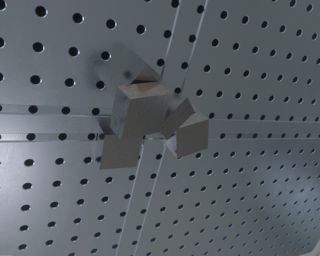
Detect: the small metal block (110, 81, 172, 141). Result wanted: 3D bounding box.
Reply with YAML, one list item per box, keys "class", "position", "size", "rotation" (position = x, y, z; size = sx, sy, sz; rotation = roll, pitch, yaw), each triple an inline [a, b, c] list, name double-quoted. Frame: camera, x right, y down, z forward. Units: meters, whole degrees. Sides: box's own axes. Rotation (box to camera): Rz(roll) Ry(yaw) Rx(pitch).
- class: "small metal block"
  position: [-0.020, -0.018, 0.322]
  size: [0.050, 0.025, 0.050]
  rotation: [-12, 133, -35]

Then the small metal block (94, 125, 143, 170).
- class: "small metal block"
  position: [-0.053, 0.024, 0.396]
  size: [0.050, 0.025, 0.050]
  rotation: [-1, 119, -28]

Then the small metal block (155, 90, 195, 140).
- class: "small metal block"
  position: [0.005, -0.019, 0.378]
  size: [0.050, 0.050, 0.025]
  rotation: [-45, 132, -15]

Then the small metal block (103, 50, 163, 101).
- class: "small metal block"
  position: [-0.032, -0.053, 0.345]
  size: [0.050, 0.050, 0.025]
  rotation: [-48, 129, 5]

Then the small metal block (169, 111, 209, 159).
- class: "small metal block"
  position: [0.040, 0.010, 0.438]
  size: [0.050, 0.025, 0.050]
  rotation: [-17, 125, -19]
